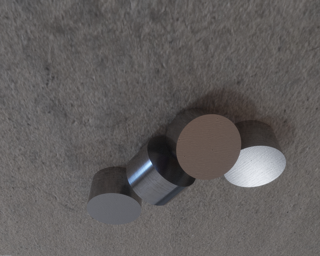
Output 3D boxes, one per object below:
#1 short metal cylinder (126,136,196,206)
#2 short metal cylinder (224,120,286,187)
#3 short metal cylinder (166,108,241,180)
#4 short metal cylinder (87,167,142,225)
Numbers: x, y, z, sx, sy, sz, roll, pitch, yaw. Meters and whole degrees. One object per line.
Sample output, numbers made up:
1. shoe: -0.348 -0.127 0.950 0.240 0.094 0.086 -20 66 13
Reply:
1. short metal cylinder: 0.002 0.057 0.419 0.080 0.080 0.050 29 125 -23
2. short metal cylinder: 0.123 0.036 0.423 0.081 0.050 0.079 0 130 0
3. short metal cylinder: 0.052 0.018 0.385 0.081 0.050 0.079 -3 102 -13
4. short metal cylinder: -0.068 0.106 0.480 0.081 0.050 0.079 0 130 0
